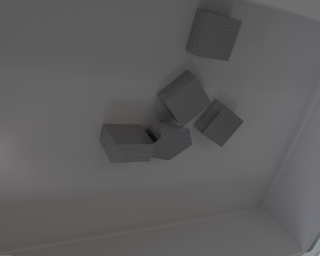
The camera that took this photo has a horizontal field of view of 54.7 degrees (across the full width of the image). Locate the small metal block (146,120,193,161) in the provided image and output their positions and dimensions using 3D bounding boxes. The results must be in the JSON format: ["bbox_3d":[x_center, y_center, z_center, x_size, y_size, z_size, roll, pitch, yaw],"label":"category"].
[{"bbox_3d":[0.005,0.018,0.408,0.050,0.025,0.050,15,142,-35],"label":"small metal block"}]

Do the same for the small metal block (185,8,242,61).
[{"bbox_3d":[0.064,-0.112,0.375,0.050,0.025,0.050,1,118,-29],"label":"small metal block"}]

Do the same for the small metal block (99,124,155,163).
[{"bbox_3d":[-0.041,0.018,0.381,0.050,0.050,0.025,1,118,-29],"label":"small metal block"}]

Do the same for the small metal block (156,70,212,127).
[{"bbox_3d":[0.032,-0.038,0.402,0.050,0.025,0.050,-39,129,-2],"label":"small metal block"}]

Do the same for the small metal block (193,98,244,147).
[{"bbox_3d":[0.085,-0.007,0.451,0.050,0.025,0.050,32,100,-38],"label":"small metal block"}]
